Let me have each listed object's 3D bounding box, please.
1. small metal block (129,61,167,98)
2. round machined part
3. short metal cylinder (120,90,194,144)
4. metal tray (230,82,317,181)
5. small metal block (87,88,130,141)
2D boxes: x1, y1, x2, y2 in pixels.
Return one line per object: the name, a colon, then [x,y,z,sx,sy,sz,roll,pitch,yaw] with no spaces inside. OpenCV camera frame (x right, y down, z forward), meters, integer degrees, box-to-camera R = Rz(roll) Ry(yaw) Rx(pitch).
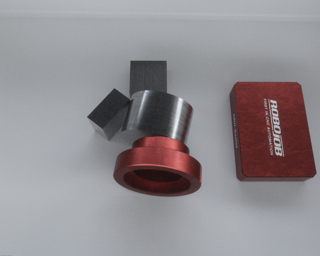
small metal block: [-0.016,-0.066,0.434,0.050,0.025,0.050,0,70,-1]
round machined part: [-0.001,0.043,0.356,0.099,0.098,0.042,6,60,2]
short metal cylinder: [-0.003,-0.005,0.382,0.080,0.080,0.050,13,71,4]
metal tray: [0.144,0.003,0.408,0.091,0.030,0.130,0,70,-1]
small metal block: [-0.063,-0.016,0.401,0.025,0.050,0.050,37,74,12]
